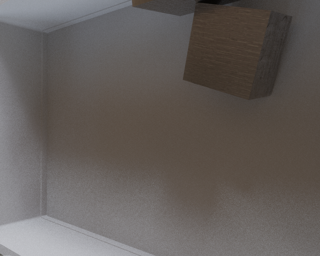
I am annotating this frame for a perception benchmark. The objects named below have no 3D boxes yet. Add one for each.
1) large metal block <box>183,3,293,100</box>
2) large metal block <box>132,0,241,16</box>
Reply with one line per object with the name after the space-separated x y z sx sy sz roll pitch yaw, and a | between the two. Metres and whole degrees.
0.077 -0.080 0.319 0.080 0.050 0.079 25 115 37 | large metal block
0.027 -0.150 0.308 0.080 0.081 0.050 1 100 40 | large metal block
